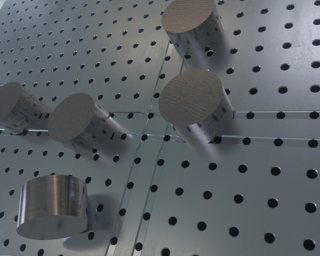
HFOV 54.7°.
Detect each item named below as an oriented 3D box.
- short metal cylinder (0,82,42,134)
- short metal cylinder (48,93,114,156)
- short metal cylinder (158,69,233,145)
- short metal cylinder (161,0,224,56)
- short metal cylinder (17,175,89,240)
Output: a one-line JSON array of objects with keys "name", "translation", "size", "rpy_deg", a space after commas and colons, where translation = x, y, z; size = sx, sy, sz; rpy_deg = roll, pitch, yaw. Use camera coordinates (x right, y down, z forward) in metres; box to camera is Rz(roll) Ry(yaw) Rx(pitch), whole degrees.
[{"name": "short metal cylinder", "translation": [-0.259, -0.035, 0.550], "size": [0.080, 0.050, 0.080], "rpy_deg": [-13, 56, 21]}, {"name": "short metal cylinder", "translation": [-0.115, -0.005, 0.456], "size": [0.080, 0.050, 0.080], "rpy_deg": [-13, 56, 21]}, {"name": "short metal cylinder", "translation": [0.045, -0.026, 0.384], "size": [0.080, 0.050, 0.080], "rpy_deg": [-13, 56, 21]}, {"name": "short metal cylinder", "translation": [0.049, -0.155, 0.462], "size": [0.080, 0.050, 0.080], "rpy_deg": [-13, 56, 21]}, {"name": "short metal cylinder", "translation": [-0.130, 0.099, 0.380], "size": [0.080, 0.080, 0.050], "rpy_deg": [-23, 54, 14]}]
